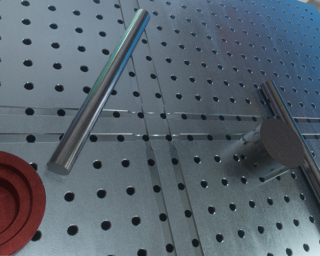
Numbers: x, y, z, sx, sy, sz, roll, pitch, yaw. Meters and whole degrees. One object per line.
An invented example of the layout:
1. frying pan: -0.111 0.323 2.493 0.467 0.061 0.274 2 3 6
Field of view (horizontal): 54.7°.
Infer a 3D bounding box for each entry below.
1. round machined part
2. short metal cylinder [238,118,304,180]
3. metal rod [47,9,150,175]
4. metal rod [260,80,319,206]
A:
1. round machined part: -0.155 0.071 0.271 0.099 0.042 0.098 14 56 -21
2. short metal cylinder: 0.166 0.032 0.465 0.081 0.050 0.080 14 56 -21
3. metal rod: -0.067 -0.070 0.415 0.025 0.025 0.300 28 52 -11
4. metal rod: 0.239 0.051 0.508 0.025 0.025 0.299 -4 64 -31
